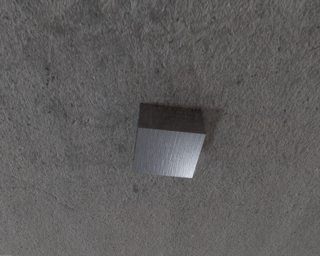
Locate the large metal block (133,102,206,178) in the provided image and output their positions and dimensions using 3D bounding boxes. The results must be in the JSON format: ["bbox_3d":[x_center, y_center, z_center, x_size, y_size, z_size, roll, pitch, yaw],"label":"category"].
[{"bbox_3d":[0.009,0.017,0.407,0.081,0.050,0.079,6,130,-6],"label":"large metal block"}]
